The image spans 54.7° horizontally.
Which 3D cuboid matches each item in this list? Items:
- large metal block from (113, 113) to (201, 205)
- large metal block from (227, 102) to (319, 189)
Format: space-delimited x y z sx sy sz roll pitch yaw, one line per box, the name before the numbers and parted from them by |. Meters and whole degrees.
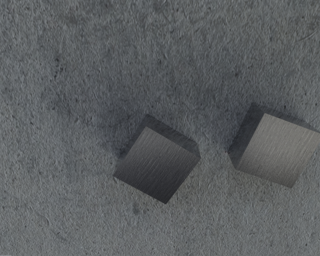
large metal block | -0.004 0.041 0.411 0.080 0.050 0.080 31 107 -11
large metal block | 0.147 0.022 0.406 0.080 0.050 0.079 19 109 -7
